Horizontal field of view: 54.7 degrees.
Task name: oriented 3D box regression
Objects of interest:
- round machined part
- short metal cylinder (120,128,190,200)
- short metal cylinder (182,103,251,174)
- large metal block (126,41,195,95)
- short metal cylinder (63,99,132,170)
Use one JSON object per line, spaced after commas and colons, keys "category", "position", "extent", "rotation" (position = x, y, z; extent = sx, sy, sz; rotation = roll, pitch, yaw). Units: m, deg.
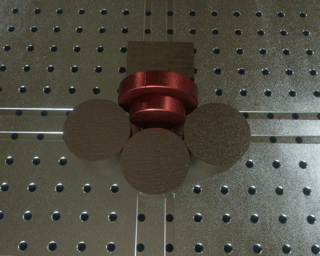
{"category": "round machined part", "position": [-0.003, -0.028, 0.381], "extent": [0.099, 0.098, 0.042], "rotation": [2, 70, 0]}
{"category": "short metal cylinder", "position": [-0.005, 0.045, 0.382], "extent": [0.081, 0.050, 0.080], "rotation": [0, 70, 0]}
{"category": "short metal cylinder", "position": [0.069, 0.014, 0.394], "extent": [0.081, 0.050, 0.080], "rotation": [0, 70, 0]}
{"category": "large metal block", "position": [0.001, -0.069, 0.407], "extent": [0.081, 0.080, 0.050], "rotation": [1, 70, 0]}
{"category": "short metal cylinder", "position": [-0.076, 0.009, 0.395], "extent": [0.081, 0.050, 0.080], "rotation": [0, 70, 0]}
